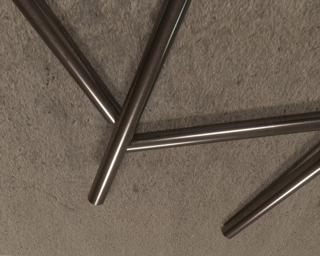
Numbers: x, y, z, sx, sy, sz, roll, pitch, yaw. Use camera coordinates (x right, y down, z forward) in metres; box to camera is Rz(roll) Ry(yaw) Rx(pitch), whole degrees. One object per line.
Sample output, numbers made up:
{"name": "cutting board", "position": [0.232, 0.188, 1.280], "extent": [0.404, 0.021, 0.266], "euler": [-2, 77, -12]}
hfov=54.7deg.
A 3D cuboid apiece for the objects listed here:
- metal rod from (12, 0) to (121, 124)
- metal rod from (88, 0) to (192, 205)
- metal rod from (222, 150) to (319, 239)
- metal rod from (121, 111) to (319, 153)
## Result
{"name": "metal rod", "position": [-0.123, -0.116, 0.306], "extent": [0.025, 0.025, 0.299], "euler": [-21, 128, 16]}
{"name": "metal rod", "position": [-0.036, -0.014, 0.372], "extent": [0.025, 0.025, 0.298], "euler": [17, 121, -15]}
{"name": "metal rod", "position": [0.190, 0.097, 0.481], "extent": [0.025, 0.025, 0.298], "euler": [20, 131, -17]}
{"name": "metal rod", "position": [0.093, 0.005, 0.412], "extent": [0.302, 0.025, 0.025], "euler": [-7, 130, 5]}
